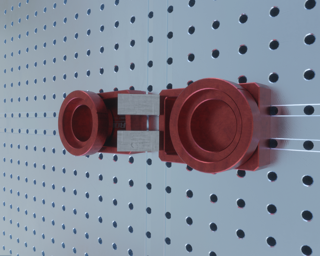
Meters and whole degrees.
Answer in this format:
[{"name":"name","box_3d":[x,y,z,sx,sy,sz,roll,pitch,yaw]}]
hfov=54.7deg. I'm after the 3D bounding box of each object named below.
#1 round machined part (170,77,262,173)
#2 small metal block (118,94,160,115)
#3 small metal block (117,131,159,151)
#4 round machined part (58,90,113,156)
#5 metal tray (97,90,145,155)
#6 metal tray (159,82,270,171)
[{"name":"round machined part","box_3d":[0.061,-0.003,0.331,0.098,0.042,0.097,0,90,40]},{"name":"small metal block","box_3d":[-0.028,-0.029,0.398,0.050,0.050,0.025,-172,82,-84]},{"name":"small metal block","box_3d":[-0.028,0.015,0.397,0.050,0.050,0.025,-172,82,-84]},{"name":"round machined part","box_3d":[-0.110,-0.007,0.473,0.098,0.042,0.097,0,90,40]},{"name":"metal tray","box_3d":[-0.081,-0.008,0.474,0.130,0.030,0.089,-1,92,40]},{"name":"metal tray","box_3d":[0.058,-0.002,0.359,0.130,0.030,0.089,1,91,40]}]
